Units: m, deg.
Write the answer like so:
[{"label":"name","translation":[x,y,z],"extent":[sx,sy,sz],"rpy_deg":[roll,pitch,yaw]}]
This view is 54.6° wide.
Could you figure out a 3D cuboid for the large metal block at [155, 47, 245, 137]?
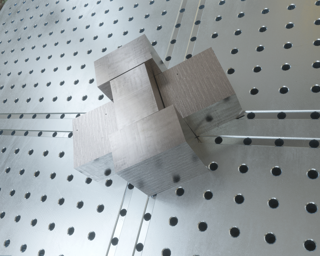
[{"label":"large metal block","translation":[0.049,-0.042,0.392],"extent":[0.080,0.050,0.080],"rpy_deg":[-26,55,12]}]

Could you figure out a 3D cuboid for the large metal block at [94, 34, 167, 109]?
[{"label":"large metal block","translation":[-0.033,-0.070,0.433],"extent":[0.080,0.080,0.050],"rpy_deg":[-25,52,13]}]

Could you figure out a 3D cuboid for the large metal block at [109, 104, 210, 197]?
[{"label":"large metal block","translation":[0.001,0.029,0.355],"extent":[0.080,0.080,0.050],"rpy_deg":[-25,53,12]}]

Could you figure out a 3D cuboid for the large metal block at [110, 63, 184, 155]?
[{"label":"large metal block","translation":[-0.016,-0.020,0.394],"extent":[0.050,0.080,0.080],"rpy_deg":[-26,53,13]}]

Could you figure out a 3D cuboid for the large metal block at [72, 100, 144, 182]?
[{"label":"large metal block","translation":[-0.069,0.016,0.421],"extent":[0.080,0.050,0.080],"rpy_deg":[-24,53,14]}]
